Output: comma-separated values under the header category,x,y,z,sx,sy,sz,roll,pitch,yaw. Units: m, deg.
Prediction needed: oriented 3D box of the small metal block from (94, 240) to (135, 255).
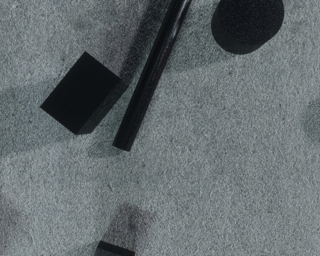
category,x,y,z,sx,sy,sz,roll,pitch,yaw
small metal block,-0.065,0.185,0.409,0.050,0.025,0.050,19,90,-1

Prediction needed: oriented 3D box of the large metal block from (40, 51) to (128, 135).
category,x,y,z,sx,sy,sz,roll,pitch,yaw
large metal block,-0.088,-0.039,0.381,0.050,0.080,0.080,39,90,-1

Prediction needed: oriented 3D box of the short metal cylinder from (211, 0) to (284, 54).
category,x,y,z,sx,sy,sz,roll,pitch,yaw
short metal cylinder,0.110,-0.140,0.399,0.081,0.050,0.079,0,90,-1

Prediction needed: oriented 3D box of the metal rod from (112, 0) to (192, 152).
category,x,y,z,sx,sy,sz,roll,pitch,yaw
metal rod,0.005,-0.111,0.409,0.025,0.025,0.299,22,90,-1
